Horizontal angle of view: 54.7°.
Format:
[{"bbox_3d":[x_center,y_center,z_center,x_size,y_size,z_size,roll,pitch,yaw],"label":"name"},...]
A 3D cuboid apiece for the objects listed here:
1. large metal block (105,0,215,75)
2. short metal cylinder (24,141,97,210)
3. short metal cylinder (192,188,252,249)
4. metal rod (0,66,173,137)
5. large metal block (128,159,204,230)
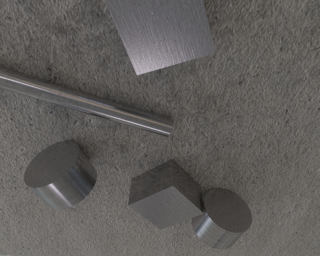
[{"bbox_3d":[0.003,-0.107,0.299,0.080,0.050,0.080,-14,129,11],"label":"large metal block"},{"bbox_3d":[-0.134,0.064,0.424,0.080,0.080,0.050,-16,128,13],"label":"short metal cylinder"},{"bbox_3d":[0.098,0.144,0.495,0.081,0.080,0.050,14,129,-12],"label":"short metal cylinder"},{"bbox_3d":[-0.128,-0.042,0.370,0.302,0.025,0.025,17,128,-14],"label":"metal rod"},{"bbox_3d":[0.010,0.105,0.478,0.080,0.050,0.080,-29,124,23],"label":"large metal block"}]
